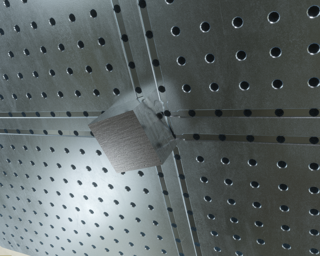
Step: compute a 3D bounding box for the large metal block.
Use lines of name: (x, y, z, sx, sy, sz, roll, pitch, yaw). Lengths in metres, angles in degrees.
large metal block: (-0.036, 0.009, 0.420, 0.080, 0.050, 0.080, -16, 111, 34)
